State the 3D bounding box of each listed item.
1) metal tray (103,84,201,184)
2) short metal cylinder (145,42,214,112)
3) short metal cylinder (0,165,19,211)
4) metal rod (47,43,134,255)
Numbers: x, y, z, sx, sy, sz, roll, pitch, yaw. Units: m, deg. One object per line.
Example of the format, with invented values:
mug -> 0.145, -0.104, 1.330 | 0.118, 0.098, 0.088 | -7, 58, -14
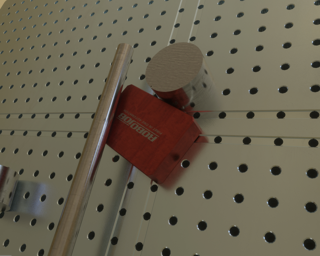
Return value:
metal tray -> -0.022, 0.003, 0.415 | 0.130, 0.030, 0.090 | 32, 79, 38
short metal cylinder -> 0.027, -0.068, 0.420 | 0.080, 0.050, 0.080 | -13, 56, 21
short metal cylinder -> -0.255, 0.088, 0.453 | 0.080, 0.080, 0.050 | -11, 57, 22
metal rod -> -0.081, 0.012, 0.404 | 0.025, 0.025, 0.300 | -2, 61, 27
